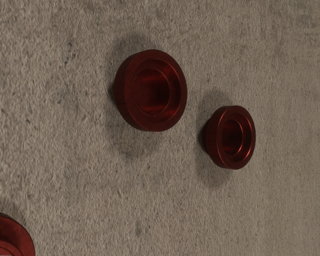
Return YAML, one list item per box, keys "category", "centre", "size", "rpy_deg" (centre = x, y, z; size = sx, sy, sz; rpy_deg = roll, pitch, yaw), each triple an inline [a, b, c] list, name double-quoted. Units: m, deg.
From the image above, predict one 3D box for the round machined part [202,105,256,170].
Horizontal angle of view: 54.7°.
- category: "round machined part"
  centre: [0.104, 0.014, 0.484]
  size: [0.099, 0.042, 0.097]
  rpy_deg: [0, 90, -40]

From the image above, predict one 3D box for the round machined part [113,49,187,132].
- category: "round machined part"
  centre: [-0.016, -0.044, 0.382]
  size: [0.099, 0.042, 0.097]
  rpy_deg: [0, 90, -40]

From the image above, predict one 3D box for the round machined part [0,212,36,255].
- category: "round machined part"
  centre: [-0.156, 0.124, 0.264]
  size: [0.099, 0.042, 0.097]
  rpy_deg: [0, 90, -40]
